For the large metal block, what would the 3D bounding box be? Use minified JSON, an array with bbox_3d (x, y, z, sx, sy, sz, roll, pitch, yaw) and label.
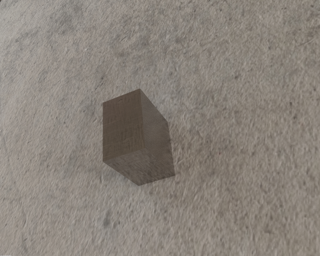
[{"bbox_3d":[-0.025,0.014,0.372,0.050,0.080,0.080,-19,55,17],"label":"large metal block"}]
